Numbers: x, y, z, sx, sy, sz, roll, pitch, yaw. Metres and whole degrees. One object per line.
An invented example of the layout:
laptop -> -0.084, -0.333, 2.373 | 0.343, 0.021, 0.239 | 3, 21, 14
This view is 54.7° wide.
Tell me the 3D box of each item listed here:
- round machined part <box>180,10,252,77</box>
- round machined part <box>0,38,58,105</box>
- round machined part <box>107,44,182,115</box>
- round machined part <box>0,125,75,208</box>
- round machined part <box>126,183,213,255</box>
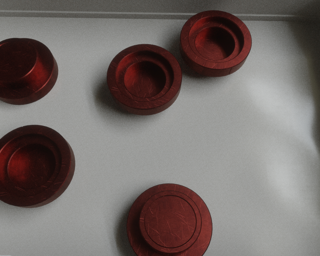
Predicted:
round machined part -> 0.077, -0.115, 0.444 | 0.099, 0.042, 0.098 | 0, 70, -1
round machined part -> -0.197, -0.085, 0.429 | 0.099, 0.042, 0.098 | 0, 70, -1
round machined part -> -0.020, -0.062, 0.423 | 0.099, 0.042, 0.098 | 0, 70, -1
round machined part -> -0.154, 0.048, 0.381 | 0.099, 0.042, 0.098 | 0, 70, -1
round machined part -> 0.011, 0.110, 0.353 | 0.099, 0.042, 0.098 | 1, 62, -1
